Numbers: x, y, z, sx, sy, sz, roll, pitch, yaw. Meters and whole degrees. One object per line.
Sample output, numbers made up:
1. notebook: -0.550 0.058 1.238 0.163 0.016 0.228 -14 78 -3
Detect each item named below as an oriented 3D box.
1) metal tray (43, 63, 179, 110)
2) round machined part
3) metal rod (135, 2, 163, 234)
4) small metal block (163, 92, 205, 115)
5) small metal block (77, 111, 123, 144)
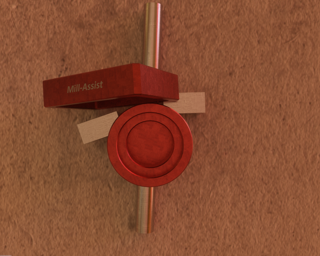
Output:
1. metal tray: -0.055 -0.042 0.355 0.130 0.090 0.030 -4 89 29
2. round machined part: -0.012 0.018 0.375 0.099 0.042 0.097 0 93 -3
3. metal rod: -0.015 -0.013 0.411 0.025 0.025 0.298 2 90 -1
4. small metal block: 0.029 -0.030 0.399 0.050 0.050 0.025 -2 90 -1
5. small metal block: -0.072 -0.001 0.398 0.050 0.050 0.025 -19 90 0
